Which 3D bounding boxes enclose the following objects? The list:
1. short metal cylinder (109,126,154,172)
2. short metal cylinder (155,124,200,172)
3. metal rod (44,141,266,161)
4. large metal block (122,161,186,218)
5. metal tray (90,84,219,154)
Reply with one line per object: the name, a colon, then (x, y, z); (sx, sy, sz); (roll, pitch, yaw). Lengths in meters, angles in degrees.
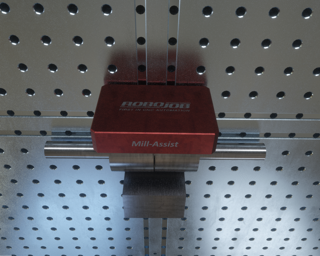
short metal cylinder: (-0.033, 0.014, 0.384); (0.050, 0.080, 0.079); (0, 130, -1)
short metal cylinder: (0.020, 0.014, 0.384); (0.050, 0.080, 0.079); (1, 130, -1)
metal rod: (-0.006, 0.032, 0.434); (0.302, 0.025, 0.025); (1, 130, -1)
large metal block: (-0.008, 0.078, 0.437); (0.081, 0.080, 0.050); (1, 130, -1)
metal tray: (-0.005, -0.012, 0.353); (0.131, 0.090, 0.030); (1, 130, -1)
